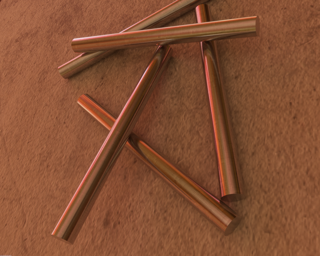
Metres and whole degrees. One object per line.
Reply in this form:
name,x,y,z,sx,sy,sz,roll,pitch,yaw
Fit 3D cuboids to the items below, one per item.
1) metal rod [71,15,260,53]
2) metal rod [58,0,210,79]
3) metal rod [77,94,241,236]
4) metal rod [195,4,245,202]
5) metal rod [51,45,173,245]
metal rod,-0.010,-0.133,0.455,0.300,0.025,0.025,3,63,29
metal rod,-0.041,-0.162,0.522,0.301,0.025,0.025,-26,53,11
metal rod,-0.024,0.027,0.398,0.025,0.025,0.300,-49,52,-6
metal rod,0.071,-0.055,0.399,0.025,0.025,0.299,-15,56,19
metal rod,-0.046,-0.002,0.395,0.025,0.025,0.300,5,54,30
